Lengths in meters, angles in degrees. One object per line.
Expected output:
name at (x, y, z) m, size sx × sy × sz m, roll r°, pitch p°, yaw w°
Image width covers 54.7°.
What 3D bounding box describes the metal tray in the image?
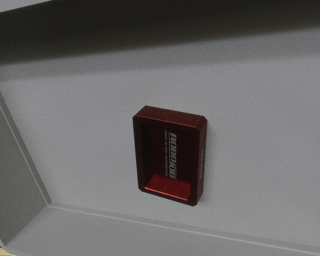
metal tray at (0.013, 0.039, 0.421) m, size 0.090 × 0.030 × 0.129 m, roll 12°, pitch 124°, yaw 21°
